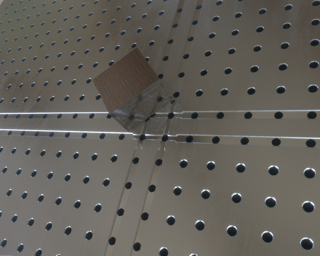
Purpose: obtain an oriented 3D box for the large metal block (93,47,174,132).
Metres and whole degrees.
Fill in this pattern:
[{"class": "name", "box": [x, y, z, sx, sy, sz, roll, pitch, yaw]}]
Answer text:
[{"class": "large metal block", "box": [-0.039, -0.055, 0.445, 0.080, 0.050, 0.080, -35, 52, 4]}]
